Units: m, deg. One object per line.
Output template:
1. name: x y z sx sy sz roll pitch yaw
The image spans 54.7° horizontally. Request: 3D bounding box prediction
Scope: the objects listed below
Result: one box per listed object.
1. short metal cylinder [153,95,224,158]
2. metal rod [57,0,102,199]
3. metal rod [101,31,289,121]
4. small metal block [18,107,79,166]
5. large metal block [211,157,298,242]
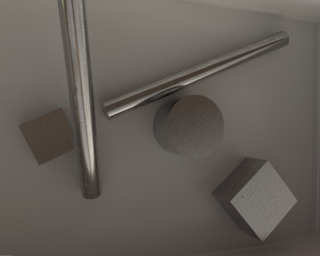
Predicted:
1. short metal cylinder: 0.037 -0.002 0.412 0.081 0.050 0.079 0 90 -21
2. metal rod: -0.083 -0.054 0.317 0.025 0.025 0.298 -10 118 -20
3. metal rod: 0.062 -0.080 0.434 0.302 0.025 0.025 -25 99 -19
4. small metal block: -0.129 0.009 0.363 0.050 0.025 0.050 -27 99 -18
5. large metal block: 0.137 0.101 0.450 0.080 0.050 0.080 -42 104 -15
